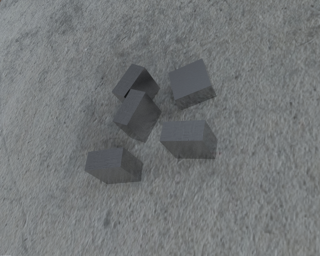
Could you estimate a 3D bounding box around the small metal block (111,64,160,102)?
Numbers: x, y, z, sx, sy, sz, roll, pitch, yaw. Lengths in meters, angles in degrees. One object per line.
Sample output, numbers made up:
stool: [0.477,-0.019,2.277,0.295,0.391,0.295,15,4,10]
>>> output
small metal block: [-0.033,-0.053,0.436,0.025,0.050,0.050,24,75,36]

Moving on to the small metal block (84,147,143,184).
small metal block: [-0.056,0.048,0.386,0.050,0.050,0.025,-9,58,23]

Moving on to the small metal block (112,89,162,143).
small metal block: [-0.029,-0.016,0.411,0.025,0.050,0.050,16,70,34]

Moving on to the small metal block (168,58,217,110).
small metal block: [0.043,-0.059,0.416,0.050,0.025,0.050,-21,54,15]

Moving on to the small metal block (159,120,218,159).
small metal block: [0.035,0.015,0.360,0.050,0.050,0.025,-2,61,27]
